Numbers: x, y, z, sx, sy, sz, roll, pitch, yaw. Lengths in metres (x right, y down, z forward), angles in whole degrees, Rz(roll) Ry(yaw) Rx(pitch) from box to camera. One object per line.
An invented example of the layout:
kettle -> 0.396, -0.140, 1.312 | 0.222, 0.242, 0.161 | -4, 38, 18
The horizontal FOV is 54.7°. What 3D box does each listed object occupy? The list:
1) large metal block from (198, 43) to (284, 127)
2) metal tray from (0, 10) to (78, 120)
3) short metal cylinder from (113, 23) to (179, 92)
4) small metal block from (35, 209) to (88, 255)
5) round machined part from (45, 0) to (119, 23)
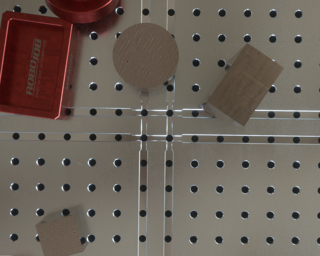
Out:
large metal block -> 0.096, -0.049, 0.386 | 0.050, 0.080, 0.080 | 34, 90, 0
metal tray -> -0.165, -0.080, 0.409 | 0.091, 0.030, 0.129 | 8, 90, 0
short metal cylinder -> -0.017, -0.088, 0.400 | 0.081, 0.050, 0.080 | 0, 90, 0
small metal block -> -0.130, 0.143, 0.412 | 0.050, 0.025, 0.050 | -16, 90, 0
round machined part -> -0.101, -0.186, 0.389 | 0.099, 0.042, 0.098 | 2, 71, -5
